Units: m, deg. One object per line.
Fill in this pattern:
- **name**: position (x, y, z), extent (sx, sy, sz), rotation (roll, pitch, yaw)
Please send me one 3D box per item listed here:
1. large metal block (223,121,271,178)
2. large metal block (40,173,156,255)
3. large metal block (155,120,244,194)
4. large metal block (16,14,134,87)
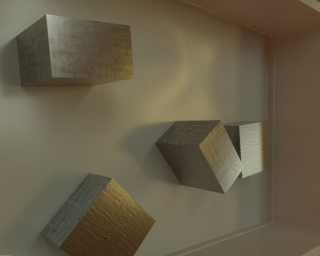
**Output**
- **large metal block**: position (0.135, 0.032, 0.507), extent (0.081, 0.050, 0.079), rotation (-8, 95, -40)
- **large metal block**: position (-0.065, 0.108, 0.338), extent (0.080, 0.050, 0.080), rotation (52, 60, -28)
- **large metal block**: position (0.053, 0.037, 0.418), extent (0.050, 0.080, 0.080), rotation (-45, 118, -31)
- **large metal block**: position (-0.083, -0.069, 0.302), extent (0.081, 0.080, 0.050), rotation (-7, 95, -40)
